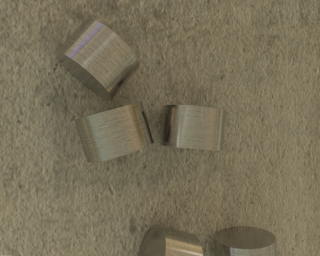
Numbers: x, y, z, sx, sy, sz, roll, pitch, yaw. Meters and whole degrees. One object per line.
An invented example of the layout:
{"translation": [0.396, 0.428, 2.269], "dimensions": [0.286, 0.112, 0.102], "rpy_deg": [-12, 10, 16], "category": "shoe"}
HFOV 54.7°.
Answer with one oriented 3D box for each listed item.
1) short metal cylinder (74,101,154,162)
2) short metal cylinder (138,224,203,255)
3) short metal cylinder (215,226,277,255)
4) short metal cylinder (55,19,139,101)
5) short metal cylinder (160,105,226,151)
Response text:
{"translation": [-0.053, 0.003, 0.361], "dimensions": [0.081, 0.080, 0.050], "rpy_deg": [-17, 96, -20], "category": "short metal cylinder"}
{"translation": [0.010, 0.166, 0.385], "dimensions": [0.050, 0.080, 0.080], "rpy_deg": [21, 83, -19], "category": "short metal cylinder"}
{"translation": [0.118, 0.174, 0.425], "dimensions": [0.081, 0.080, 0.050], "rpy_deg": [-4, 92, -20], "category": "short metal cylinder"}
{"translation": [-0.071, -0.076, 0.354], "dimensions": [0.080, 0.080, 0.050], "rpy_deg": [41, 77, -16], "category": "short metal cylinder"}
{"translation": [0.042, 0.000, 0.396], "dimensions": [0.081, 0.080, 0.050], "rpy_deg": [6, 88, -20], "category": "short metal cylinder"}
